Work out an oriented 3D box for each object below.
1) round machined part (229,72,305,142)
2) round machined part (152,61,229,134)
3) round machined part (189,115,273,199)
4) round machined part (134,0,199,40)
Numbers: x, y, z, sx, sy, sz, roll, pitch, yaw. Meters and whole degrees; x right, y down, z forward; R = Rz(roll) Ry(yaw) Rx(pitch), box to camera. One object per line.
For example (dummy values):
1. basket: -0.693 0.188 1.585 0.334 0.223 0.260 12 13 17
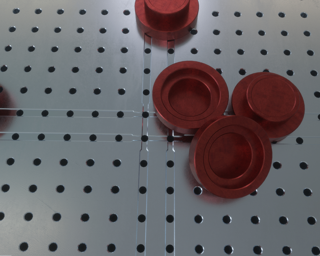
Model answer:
1. round machined part: 0.145 -0.033 0.416 0.099 0.042 0.098 0 70 0
2. round machined part: 0.039 -0.038 0.417 0.099 0.042 0.098 0 70 0
3. round machined part: 0.082 0.033 0.378 0.099 0.042 0.097 -1 94 -13
4. round machined part: 0.010 -0.187 0.471 0.099 0.042 0.098 0 70 0
